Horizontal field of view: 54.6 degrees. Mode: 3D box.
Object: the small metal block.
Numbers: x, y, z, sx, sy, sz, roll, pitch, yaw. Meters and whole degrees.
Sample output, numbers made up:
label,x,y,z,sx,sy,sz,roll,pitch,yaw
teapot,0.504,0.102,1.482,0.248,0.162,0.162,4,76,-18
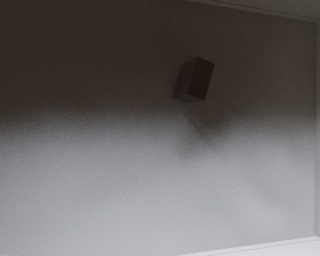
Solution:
label,x,y,z,sx,sy,sz,roll,pitch,yaw
small metal block,0.043,-0.062,0.413,0.025,0.050,0.050,18,84,-19
